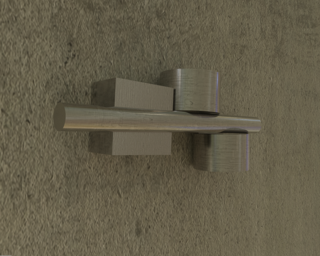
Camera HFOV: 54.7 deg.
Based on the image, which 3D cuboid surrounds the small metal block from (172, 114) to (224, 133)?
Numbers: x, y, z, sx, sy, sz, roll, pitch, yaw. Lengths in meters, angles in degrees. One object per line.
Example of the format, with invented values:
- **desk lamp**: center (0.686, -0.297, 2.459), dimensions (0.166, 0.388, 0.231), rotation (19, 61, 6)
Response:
- **small metal block**: center (0.053, -0.005, 0.435), dimensions (0.050, 0.050, 0.025), rotation (1, 89, -40)

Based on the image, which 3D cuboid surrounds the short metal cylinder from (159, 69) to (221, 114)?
- **short metal cylinder**: center (0.039, -0.045, 0.406), dimensions (0.081, 0.080, 0.050), rotation (3, 89, -40)

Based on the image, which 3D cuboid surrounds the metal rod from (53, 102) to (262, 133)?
- **metal rod**: center (0.027, -0.007, 0.365), dimensions (0.302, 0.025, 0.025), rotation (1, 89, -41)

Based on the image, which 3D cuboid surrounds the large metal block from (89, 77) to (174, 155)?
- **large metal block**: center (-0.032, -0.010, 0.360), dimensions (0.081, 0.050, 0.080), rotation (4, 88, -40)

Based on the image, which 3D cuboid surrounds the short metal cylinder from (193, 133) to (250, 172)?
- **short metal cylinder**: center (0.088, 0.033, 0.446), dimensions (0.081, 0.080, 0.050), rotation (0, 91, -40)
